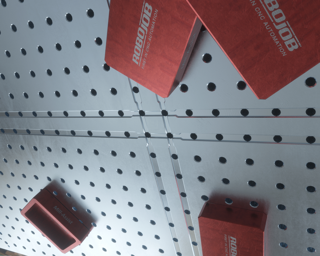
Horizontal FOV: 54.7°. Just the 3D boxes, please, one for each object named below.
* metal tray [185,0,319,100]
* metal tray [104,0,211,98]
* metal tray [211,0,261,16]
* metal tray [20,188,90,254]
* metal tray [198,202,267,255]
[{"bbox_3d":[0.086,-0.096,0.255,0.090,0.030,0.130,-37,120,16],"label":"metal tray"},{"bbox_3d":[-0.009,-0.102,0.327,0.090,0.030,0.129,32,143,8],"label":"metal tray"},{"bbox_3d":[0.070,-0.173,0.263,0.090,0.030,0.129,29,128,9],"label":"metal tray"},{"bbox_3d":[-0.218,0.194,0.639,0.130,0.030,0.090,46,129,-4],"label":"metal tray"},{"bbox_3d":[0.109,0.176,0.459,0.090,0.030,0.129,5,121,25],"label":"metal tray"}]
